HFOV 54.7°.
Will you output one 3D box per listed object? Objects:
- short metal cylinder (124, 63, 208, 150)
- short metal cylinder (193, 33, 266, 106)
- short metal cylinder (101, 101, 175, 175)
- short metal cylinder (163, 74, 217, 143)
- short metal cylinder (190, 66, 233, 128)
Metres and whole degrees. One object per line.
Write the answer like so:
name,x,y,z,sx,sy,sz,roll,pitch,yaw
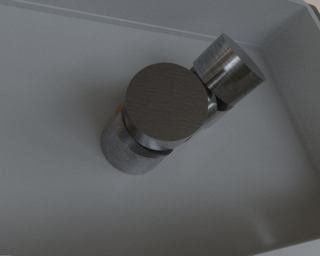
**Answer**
short metal cylinder,0.004,-0.020,0.321,0.081,0.050,0.080,2,75,-8
short metal cylinder,0.089,-0.075,0.400,0.080,0.050,0.080,35,29,-23
short metal cylinder,-0.024,0.009,0.370,0.081,0.050,0.080,14,56,-21
short metal cylinder,0.026,-0.026,0.400,0.050,0.080,0.080,-34,81,-38
short metal cylinder,0.063,-0.046,0.451,0.081,0.050,0.080,14,56,-21
